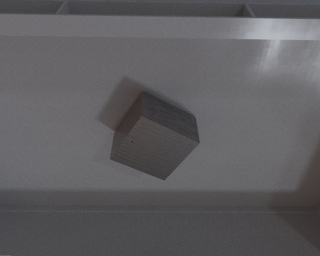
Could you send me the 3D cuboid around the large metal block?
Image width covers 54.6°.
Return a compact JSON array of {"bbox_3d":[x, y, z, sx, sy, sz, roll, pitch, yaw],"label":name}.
[{"bbox_3d":[-0.008,0.013,0.399,0.080,0.050,0.080,25,125,-20],"label":"large metal block"}]
